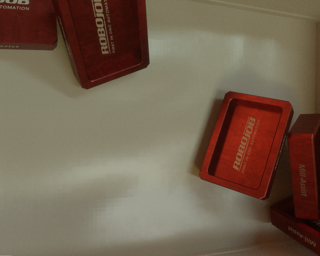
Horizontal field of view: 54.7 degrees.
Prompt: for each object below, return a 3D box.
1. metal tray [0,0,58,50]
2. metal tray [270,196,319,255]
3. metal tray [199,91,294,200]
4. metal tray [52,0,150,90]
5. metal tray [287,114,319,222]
[{"bbox_3d":[-0.184,-0.135,0.340,0.131,0.030,0.089,-3,91,-20],"label":"metal tray"},{"bbox_3d":[0.235,0.135,0.439,0.091,0.130,0.030,-18,107,-19],"label":"metal tray"},{"bbox_3d":[0.117,0.021,0.419,0.030,0.090,0.130,31,77,-59],"label":"metal tray"},{"bbox_3d":[-0.061,-0.113,0.342,0.091,0.030,0.129,-24,142,-18],"label":"metal tray"},{"bbox_3d":[0.214,0.054,0.444,0.091,0.030,0.129,-33,116,-50],"label":"metal tray"}]
